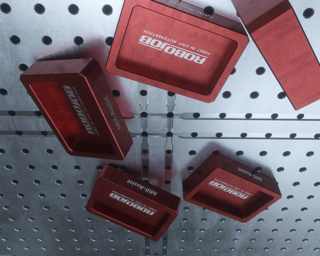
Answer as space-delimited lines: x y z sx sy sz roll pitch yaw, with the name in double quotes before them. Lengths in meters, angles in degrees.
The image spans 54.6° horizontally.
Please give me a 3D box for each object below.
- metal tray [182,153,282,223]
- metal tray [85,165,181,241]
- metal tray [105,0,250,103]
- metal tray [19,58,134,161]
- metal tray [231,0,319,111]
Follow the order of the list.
"metal tray" 0.113 0.099 0.493 0.131 0.030 0.090 25 126 -20
"metal tray" -0.044 0.121 0.490 0.130 0.030 0.089 25 127 -4
"metal tray" 0.016 -0.086 0.335 0.131 0.030 0.089 15 129 -13
"metal tray" -0.095 -0.018 0.372 0.090 0.030 0.130 2 134 24
"metal tray" 0.096 -0.086 0.270 0.030 0.130 0.090 -30 124 23
